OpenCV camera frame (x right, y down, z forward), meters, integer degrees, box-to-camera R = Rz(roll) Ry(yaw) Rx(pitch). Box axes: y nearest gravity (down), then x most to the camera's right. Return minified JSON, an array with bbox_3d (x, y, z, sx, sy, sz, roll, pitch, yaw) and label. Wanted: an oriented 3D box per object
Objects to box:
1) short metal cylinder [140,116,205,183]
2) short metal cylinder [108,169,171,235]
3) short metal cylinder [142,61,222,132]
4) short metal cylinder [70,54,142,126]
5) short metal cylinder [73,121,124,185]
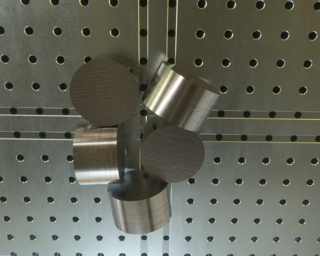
[{"bbox_3d":[0.016,0.025,0.409,0.081,0.050,0.079,0,111,-1],"label":"short metal cylinder"},{"bbox_3d":[-0.026,0.097,0.419,0.080,0.080,0.050,-6,111,2],"label":"short metal cylinder"},{"bbox_3d":[0.025,-0.039,0.370,0.080,0.080,0.050,27,107,-10],"label":"short metal cylinder"},{"bbox_3d":[-0.064,-0.048,0.381,0.080,0.050,0.079,0,110,1],"label":"short metal cylinder"},{"bbox_3d":[-0.075,0.031,0.396,0.050,0.080,0.079,-2,110,0],"label":"short metal cylinder"}]
